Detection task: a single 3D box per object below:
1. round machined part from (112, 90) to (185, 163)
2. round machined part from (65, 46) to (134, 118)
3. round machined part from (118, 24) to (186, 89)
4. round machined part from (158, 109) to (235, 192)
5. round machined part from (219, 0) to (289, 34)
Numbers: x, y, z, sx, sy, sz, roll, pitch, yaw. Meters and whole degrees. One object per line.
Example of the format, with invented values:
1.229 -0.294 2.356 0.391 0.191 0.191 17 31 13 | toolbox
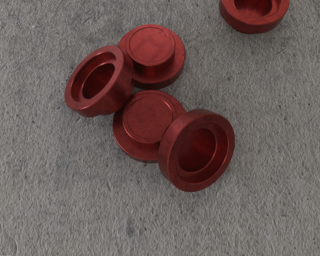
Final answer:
-0.013 -0.006 0.401 0.099 0.042 0.098 0 70 0 | round machined part
-0.073 -0.055 0.403 0.098 0.042 0.098 -19 52 27 | round machined part
-0.013 -0.106 0.438 0.099 0.042 0.098 0 70 0 | round machined part
0.039 0.023 0.372 0.098 0.098 0.042 -41 36 -13 | round machined part
0.138 -0.182 0.466 0.099 0.042 0.098 0 70 0 | round machined part
